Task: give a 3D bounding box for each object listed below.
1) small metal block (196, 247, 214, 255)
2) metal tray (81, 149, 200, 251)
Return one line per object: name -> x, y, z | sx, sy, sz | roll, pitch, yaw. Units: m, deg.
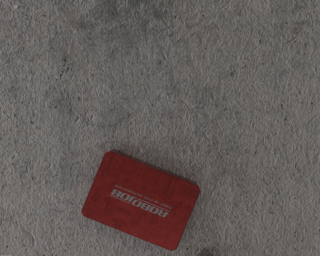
small metal block -> 0.053, 0.190, 0.398 | 0.025, 0.050, 0.050 | 42, 90, 0
metal tray -> -0.024, 0.093, 0.407 | 0.131, 0.030, 0.090 | 22, 90, 0
